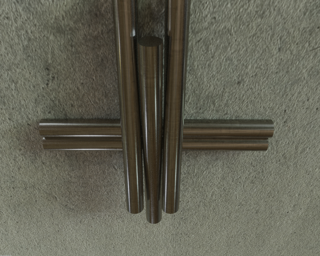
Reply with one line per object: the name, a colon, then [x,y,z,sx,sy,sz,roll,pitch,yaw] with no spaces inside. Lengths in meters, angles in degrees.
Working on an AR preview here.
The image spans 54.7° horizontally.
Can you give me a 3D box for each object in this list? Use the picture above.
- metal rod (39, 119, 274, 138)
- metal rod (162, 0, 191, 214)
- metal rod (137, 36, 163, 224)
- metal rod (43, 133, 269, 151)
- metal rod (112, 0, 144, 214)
metal rod: [-0.003,0.000,0.410,0.302,0.025,0.025,0,130,-1]
metal rod: [0.016,-0.010,0.372,0.025,0.025,0.298,0,122,-1]
metal rod: [-0.010,0.029,0.400,0.025,0.025,0.298,0,130,0]
metal rod: [-0.005,0.019,0.426,0.302,0.025,0.025,0,130,-1]
metal rod: [-0.035,-0.010,0.372,0.025,0.025,0.298,0,122,-1]
